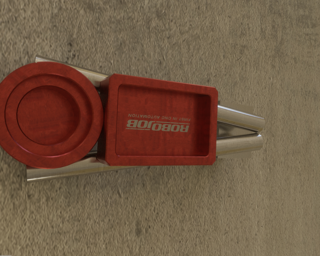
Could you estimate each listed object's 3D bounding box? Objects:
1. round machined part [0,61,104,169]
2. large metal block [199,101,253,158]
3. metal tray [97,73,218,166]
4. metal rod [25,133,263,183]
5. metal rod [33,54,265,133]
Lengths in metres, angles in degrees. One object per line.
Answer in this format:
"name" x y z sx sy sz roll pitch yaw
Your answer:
"round machined part" -0.108 -0.012 0.298 0.099 0.042 0.097 0 90 -30
"large metal block" 0.096 0.004 0.471 0.081 0.050 0.080 5 87 -40
"metal tray" 0.001 -0.005 0.338 0.131 0.030 0.089 3 88 -28
"metal rod" 0.004 0.030 0.370 0.303 0.025 0.025 -5 93 -28
"metal rod" 0.008 -0.033 0.372 0.302 0.025 0.025 12 82 -27
